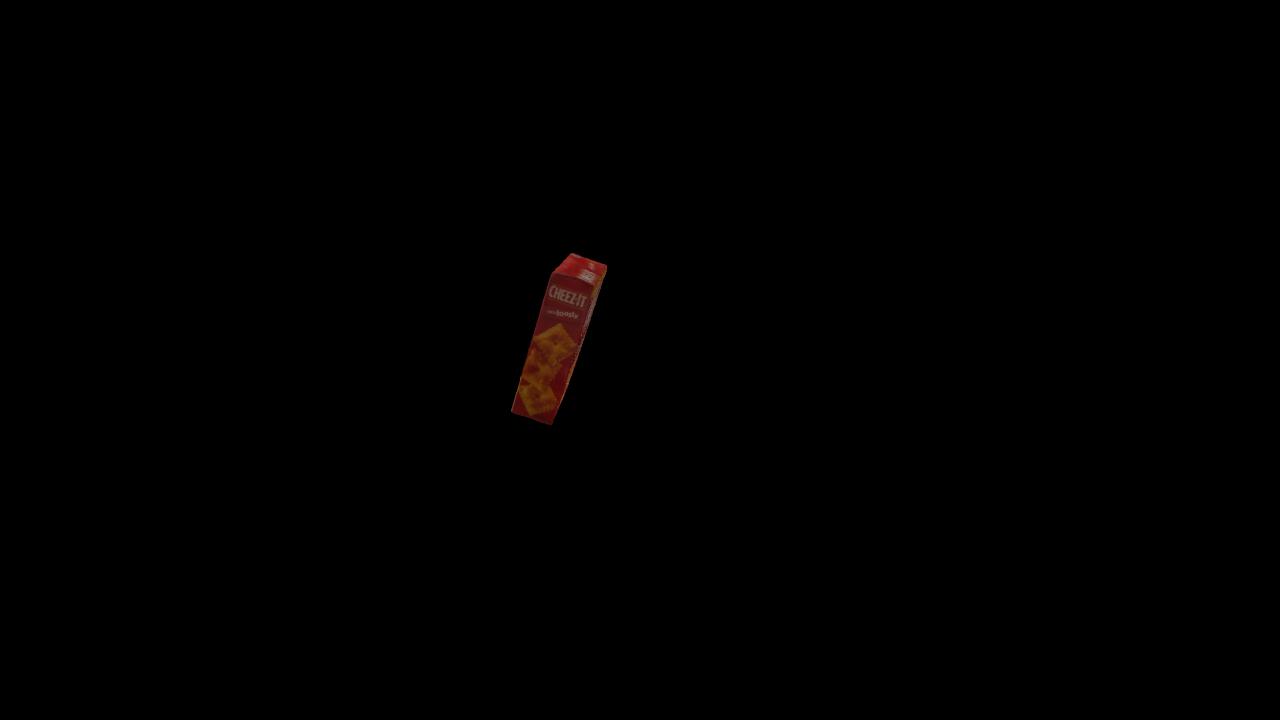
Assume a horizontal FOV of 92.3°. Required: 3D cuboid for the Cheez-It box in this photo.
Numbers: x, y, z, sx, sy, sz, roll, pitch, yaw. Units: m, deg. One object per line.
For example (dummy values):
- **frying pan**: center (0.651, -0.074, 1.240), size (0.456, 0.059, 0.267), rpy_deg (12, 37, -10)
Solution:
- **Cheez-It box**: center (-0.119, -0.037, 0.927), size (0.071, 0.223, 0.166), rpy_deg (18, 18, -5)
